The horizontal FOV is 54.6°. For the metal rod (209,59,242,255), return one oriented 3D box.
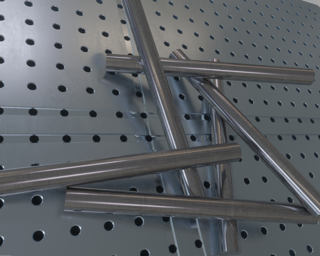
[{"bbox_3d":[0.086,0.019,0.441,0.025,0.025,0.300,15,56,-20],"label":"metal rod"}]

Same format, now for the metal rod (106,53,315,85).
[{"bbox_3d":[0.076,-0.083,0.445,0.302,0.025,0.025,2,59,-8],"label":"metal rod"}]

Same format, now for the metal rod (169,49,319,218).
[{"bbox_3d":[0.108,-0.008,0.429,0.025,0.025,0.300,-19,59,-35],"label":"metal rod"}]

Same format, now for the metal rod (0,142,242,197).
[{"bbox_3d":[-0.047,0.042,0.329,0.302,0.025,0.025,-5,64,-21],"label":"metal rod"}]

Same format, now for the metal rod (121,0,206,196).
[{"bbox_3d":[0.000,-0.052,0.401,0.025,0.025,0.299,-12,80,-33],"label":"metal rod"}]

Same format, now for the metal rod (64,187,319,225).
[{"bbox_3d":[0.049,0.090,0.353,0.302,0.025,0.025,7,58,-15],"label":"metal rod"}]
